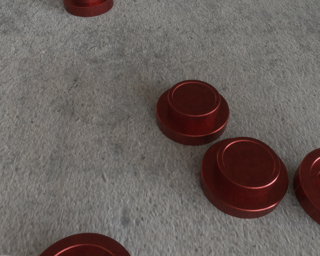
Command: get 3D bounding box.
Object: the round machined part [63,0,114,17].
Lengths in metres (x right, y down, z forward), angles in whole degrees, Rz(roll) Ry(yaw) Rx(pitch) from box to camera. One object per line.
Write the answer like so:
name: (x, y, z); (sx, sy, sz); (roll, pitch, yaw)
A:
round machined part: (-0.144, -0.264, 0.613); (0.099, 0.042, 0.098); (0, 50, 0)

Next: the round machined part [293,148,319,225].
round machined part: (0.194, 0.071, 0.335); (0.099, 0.042, 0.098); (0, 50, 0)

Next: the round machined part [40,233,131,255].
round machined part: (-0.066, 0.146, 0.268); (0.099, 0.042, 0.098); (0, 50, 0)

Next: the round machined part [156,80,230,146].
round machined part: (0.044, -0.027, 0.416); (0.099, 0.042, 0.098); (0, 50, 0)

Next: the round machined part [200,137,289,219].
round machined part: (0.096, 0.049, 0.353); (0.099, 0.042, 0.098); (0, 50, 0)
